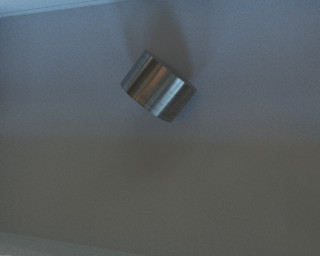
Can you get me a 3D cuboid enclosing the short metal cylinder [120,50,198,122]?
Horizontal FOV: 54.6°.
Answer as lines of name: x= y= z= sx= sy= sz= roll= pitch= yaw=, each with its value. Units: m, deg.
short metal cylinder: x=-0.001 y=-0.052 z=0.382 sx=0.080 sy=0.080 sz=0.050 roll=42 pitch=103 yaw=15
